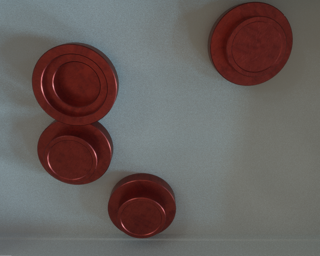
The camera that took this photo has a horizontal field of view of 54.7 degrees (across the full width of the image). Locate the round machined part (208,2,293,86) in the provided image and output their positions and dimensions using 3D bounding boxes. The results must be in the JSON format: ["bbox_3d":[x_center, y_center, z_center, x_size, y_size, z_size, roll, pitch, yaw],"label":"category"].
[{"bbox_3d":[0.109,-0.098,0.368,0.099,0.042,0.097,0,110,-1],"label":"round machined part"}]

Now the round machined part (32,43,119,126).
[{"bbox_3d":[-0.100,-0.055,0.381,0.099,0.042,0.097,0,110,-1],"label":"round machined part"}]

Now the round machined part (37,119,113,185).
[{"bbox_3d":[-0.115,0.034,0.413,0.099,0.042,0.097,0,110,-1],"label":"round machined part"}]

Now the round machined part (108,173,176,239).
[{"bbox_3d":[-0.026,0.118,0.446,0.099,0.042,0.097,0,110,-1],"label":"round machined part"}]
